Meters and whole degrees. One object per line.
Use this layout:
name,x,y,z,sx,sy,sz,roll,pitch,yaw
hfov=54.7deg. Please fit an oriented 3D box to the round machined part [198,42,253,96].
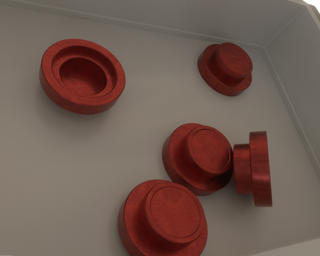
round machined part,0.117,-0.105,0.524,0.099,0.042,0.098,14,56,-21

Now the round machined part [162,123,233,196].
round machined part,0.056,0.036,0.405,0.099,0.042,0.098,14,56,-21

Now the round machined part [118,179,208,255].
round machined part,0.009,0.097,0.331,0.099,0.042,0.098,16,45,-17

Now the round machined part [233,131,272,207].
round machined part,0.121,0.054,0.407,0.042,0.098,0.098,-5,54,18

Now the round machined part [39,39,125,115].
round machined part,-0.096,-0.058,0.379,0.099,0.042,0.098,14,56,-21
